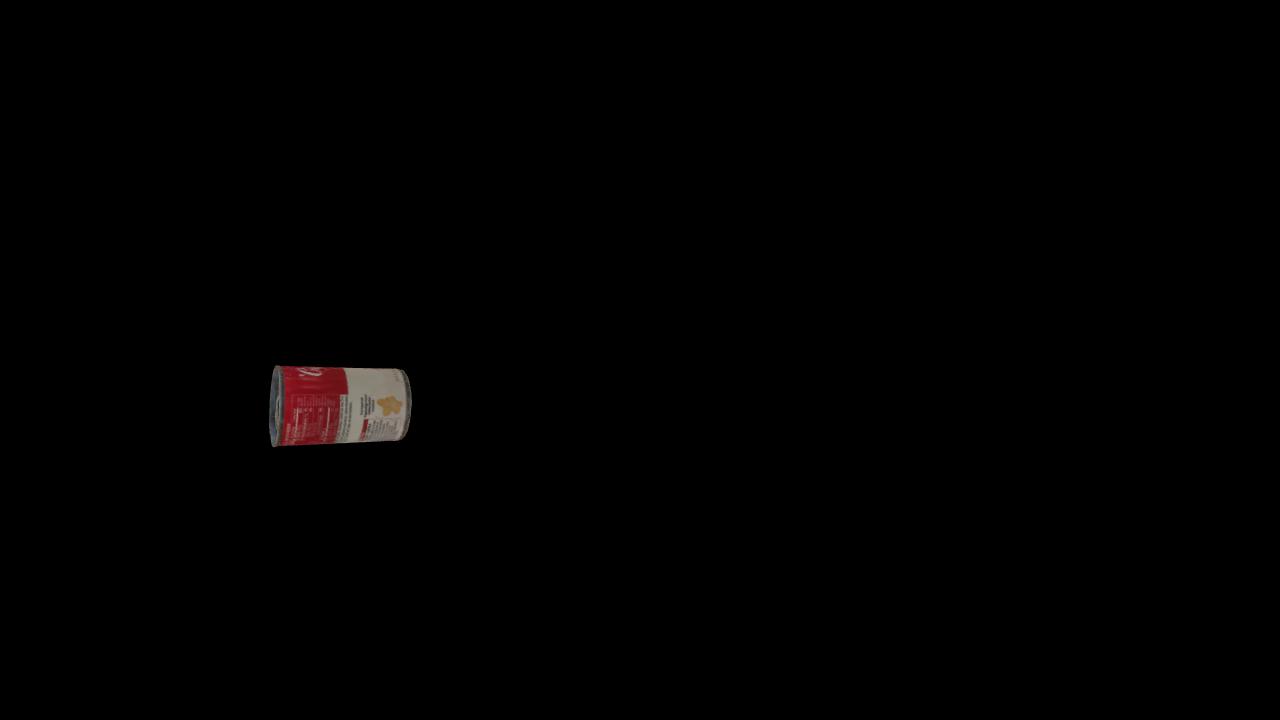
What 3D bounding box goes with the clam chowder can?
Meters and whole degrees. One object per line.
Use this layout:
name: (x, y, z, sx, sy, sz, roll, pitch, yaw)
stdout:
clam chowder can: (-0.260, 0.040, 0.535, 0.102, 0.068, 0.068, 3, -2, -36)
